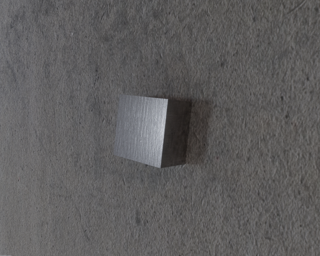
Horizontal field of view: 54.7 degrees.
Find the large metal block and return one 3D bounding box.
[{"bbox_3d":[-0.010,0.001,0.396,0.080,0.050,0.079,10,97,39],"label":"large metal block"}]
